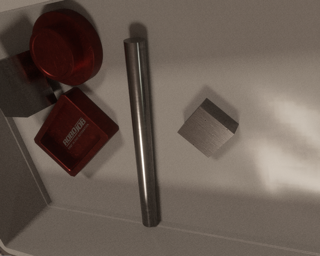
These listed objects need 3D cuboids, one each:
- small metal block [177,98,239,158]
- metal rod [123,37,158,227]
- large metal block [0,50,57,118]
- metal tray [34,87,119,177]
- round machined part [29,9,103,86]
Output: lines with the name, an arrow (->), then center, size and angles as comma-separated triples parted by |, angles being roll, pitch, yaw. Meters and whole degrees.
small metal block -> 0.058, 0.000, 0.377 | 0.050, 0.025, 0.050 | 40, 129, 1
metal rod -> -0.023, 0.026, 0.435 | 0.025, 0.025, 0.298 | 11, 123, 22
large metal block -> -0.205, -0.062, 0.447 | 0.080, 0.050, 0.080 | 3, 121, 44
metal tray -> -0.133, 0.010, 0.479 | 0.090, 0.030, 0.129 | 44, 129, -3
round machined part -> -0.128, -0.100, 0.401 | 0.098, 0.042, 0.097 | 13, 124, 20
